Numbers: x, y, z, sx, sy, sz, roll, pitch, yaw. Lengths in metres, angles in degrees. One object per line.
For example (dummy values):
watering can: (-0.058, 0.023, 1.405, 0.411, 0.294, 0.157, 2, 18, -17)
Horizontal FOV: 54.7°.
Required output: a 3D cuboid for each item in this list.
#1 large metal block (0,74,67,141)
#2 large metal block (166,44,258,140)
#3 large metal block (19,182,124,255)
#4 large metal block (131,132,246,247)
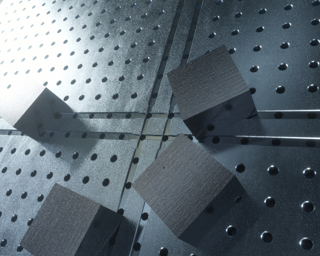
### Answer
large metal block: (-0.223, -0.037, 0.529, 0.080, 0.050, 0.080, 28, 77, 37)
large metal block: (0.063, -0.044, 0.385, 0.080, 0.050, 0.080, -25, 53, 12)
large metal block: (-0.104, 0.122, 0.370, 0.080, 0.050, 0.080, 15, 69, 33)
large metal block: (0.030, 0.065, 0.335, 0.080, 0.050, 0.080, -46, 52, -5)
